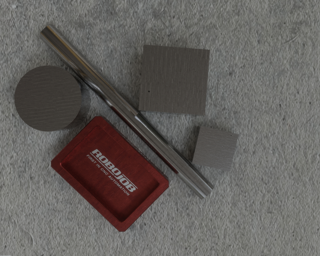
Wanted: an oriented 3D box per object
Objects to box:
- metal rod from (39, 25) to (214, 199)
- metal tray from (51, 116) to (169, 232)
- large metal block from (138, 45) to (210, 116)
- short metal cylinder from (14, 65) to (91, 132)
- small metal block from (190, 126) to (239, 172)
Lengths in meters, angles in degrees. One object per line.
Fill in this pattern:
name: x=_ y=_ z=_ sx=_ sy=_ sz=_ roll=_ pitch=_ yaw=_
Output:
metal rod: x=-0.043 y=-0.021 z=0.410 sx=0.025 sy=0.025 sz=0.300 roll=-45 pitch=91 yaw=0
metal tray: x=-0.064 y=0.058 z=0.408 sx=0.130 sy=0.030 sz=0.090 roll=44 pitch=90 yaw=-1
large metal block: x=0.017 y=-0.058 z=0.399 sx=0.081 sy=0.050 sz=0.079 roll=4 pitch=90 yaw=-1
short metal cylinder: x=-0.135 y=-0.036 z=0.397 sx=0.081 sy=0.050 sz=0.079 roll=0 pitch=90 yaw=-1
small metal block: x=0.072 y=0.027 z=0.413 sx=0.050 sy=0.025 sz=0.050 roll=13 pitch=90 yaw=-1
